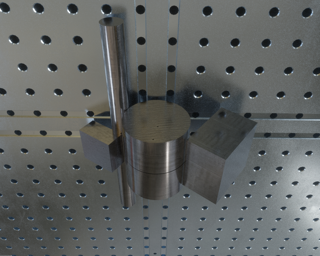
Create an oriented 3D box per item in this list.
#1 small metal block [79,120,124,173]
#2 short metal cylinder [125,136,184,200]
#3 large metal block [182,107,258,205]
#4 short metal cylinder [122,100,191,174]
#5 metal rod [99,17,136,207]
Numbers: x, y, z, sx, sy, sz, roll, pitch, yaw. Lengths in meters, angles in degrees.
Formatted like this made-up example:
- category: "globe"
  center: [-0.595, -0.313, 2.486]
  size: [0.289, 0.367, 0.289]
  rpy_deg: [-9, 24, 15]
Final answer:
- category: "small metal block"
  center: [-0.077, 0.024, 0.412]
  size: [0.050, 0.025, 0.050]
  rpy_deg: [24, 135, 25]
- category: "short metal cylinder"
  center: [-0.005, 0.048, 0.411]
  size: [0.081, 0.080, 0.050]
  rpy_deg: [0, 130, -1]
- category: "large metal block"
  center: [0.074, 0.034, 0.390]
  size: [0.050, 0.080, 0.079]
  rpy_deg: [27, 137, 27]
- category: "short metal cylinder"
  center: [-0.005, 0.009, 0.378]
  size: [0.081, 0.080, 0.050]
  rpy_deg: [0, 130, -1]
- category: "metal rod"
  center: [-0.050, 0.006, 0.410]
  size: [0.025, 0.025, 0.298]
  rpy_deg: [0, 130, 0]
